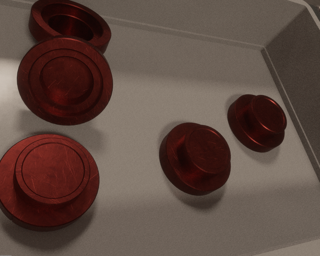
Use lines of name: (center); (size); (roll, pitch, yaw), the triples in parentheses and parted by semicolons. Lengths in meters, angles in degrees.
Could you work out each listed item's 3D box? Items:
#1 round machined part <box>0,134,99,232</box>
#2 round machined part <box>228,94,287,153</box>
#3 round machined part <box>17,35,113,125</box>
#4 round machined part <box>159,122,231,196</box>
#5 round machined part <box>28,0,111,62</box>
round machined part: (-0.108, 0.049, 0.307); (0.099, 0.042, 0.098); (14, 56, -21)
round machined part: (0.161, -0.014, 0.492); (0.099, 0.042, 0.098); (14, 56, -21)
round machined part: (-0.104, -0.055, 0.350); (0.099, 0.097, 0.042); (16, 20, -20)
round machined part: (0.052, 0.035, 0.403); (0.099, 0.042, 0.098); (14, 56, -21)
round machined part: (-0.116, -0.120, 0.398); (0.099, 0.042, 0.098); (18, 43, -18)
